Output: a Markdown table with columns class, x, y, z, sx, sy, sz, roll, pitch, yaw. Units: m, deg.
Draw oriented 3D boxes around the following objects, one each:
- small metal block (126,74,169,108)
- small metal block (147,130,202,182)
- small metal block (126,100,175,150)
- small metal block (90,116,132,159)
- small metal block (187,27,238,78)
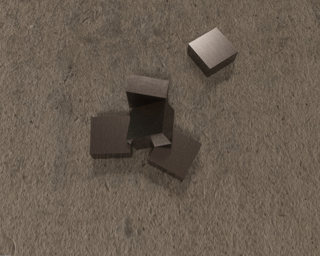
| class | x | y | z | sx | sy | sz | roll | pitch | yaw |
| --- | --- | --- | --- | --- | --- | --- | --- | --- | --- |
| small metal block | -0.015 | -0.044 | 0.411 | 0.050 | 0.050 | 0.025 | 10 | 70 | 3 |
| small metal block | 0.019 | 0.033 | 0.396 | 0.050 | 0.025 | 0.050 | 27 | 72 | 9 |
| small metal block | -0.011 | -0.003 | 0.392 | 0.050 | 0.025 | 0.050 | -13 | 51 | 26 |
| small metal block | -0.063 | 0.012 | 0.403 | 0.050 | 0.025 | 0.050 | -2 | 70 | -1 |
| small metal block | 0.075 | -0.109 | 0.449 | 0.050 | 0.025 | 0.050 | -33 | 74 | -12 |
